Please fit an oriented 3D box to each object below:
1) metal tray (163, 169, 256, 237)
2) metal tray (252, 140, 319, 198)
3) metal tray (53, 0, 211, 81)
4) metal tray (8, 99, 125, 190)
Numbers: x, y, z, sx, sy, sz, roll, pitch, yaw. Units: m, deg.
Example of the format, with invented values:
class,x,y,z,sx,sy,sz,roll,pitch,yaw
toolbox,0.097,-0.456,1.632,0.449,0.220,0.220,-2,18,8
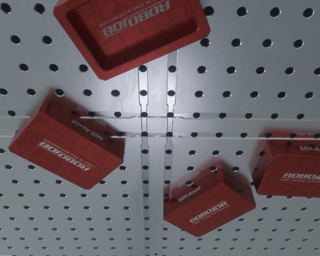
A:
class,x,y,z,sx,sy,sz,roll,pitch,yaw
metal tray,0.080,0.130,0.519,0.090,0.030,0.130,36,121,-27
metal tray,0.216,0.064,0.464,0.131,0.030,0.089,3,130,-3
metal tray,-0.026,-0.112,0.312,0.130,0.030,0.090,-20,128,16
metal tray,-0.126,0.028,0.431,0.130,0.030,0.090,35,122,-26
